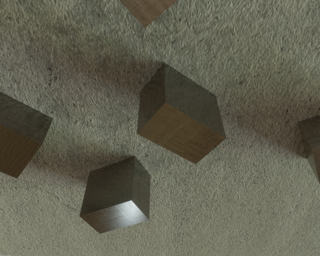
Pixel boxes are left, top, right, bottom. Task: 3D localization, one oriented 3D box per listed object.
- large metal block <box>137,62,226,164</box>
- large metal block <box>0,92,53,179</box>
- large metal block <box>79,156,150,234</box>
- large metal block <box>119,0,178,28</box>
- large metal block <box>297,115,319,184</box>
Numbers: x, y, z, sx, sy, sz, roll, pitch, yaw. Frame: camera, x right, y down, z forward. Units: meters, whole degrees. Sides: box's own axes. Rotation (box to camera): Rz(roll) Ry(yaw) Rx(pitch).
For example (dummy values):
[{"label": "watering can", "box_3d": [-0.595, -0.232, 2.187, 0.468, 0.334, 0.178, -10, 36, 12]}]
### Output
[{"label": "large metal block", "box_3d": [0.023, -0.017, 0.356, 0.080, 0.080, 0.050, 29, 124, -22]}, {"label": "large metal block", "box_3d": [-0.198, 0.009, 0.396, 0.080, 0.050, 0.080, 30, 124, -24]}, {"label": "large metal block", "box_3d": [-0.062, 0.097, 0.453, 0.080, 0.080, 0.050, -20, 127, 16]}, {"label": "large metal block", "box_3d": [-0.019, -0.142, 0.250, 0.050, 0.080, 0.080, -33, 123, 25]}, {"label": "large metal block", "box_3d": [0.240, 0.022, 0.412, 0.080, 0.050, 0.080, -20, 128, 16]}]
